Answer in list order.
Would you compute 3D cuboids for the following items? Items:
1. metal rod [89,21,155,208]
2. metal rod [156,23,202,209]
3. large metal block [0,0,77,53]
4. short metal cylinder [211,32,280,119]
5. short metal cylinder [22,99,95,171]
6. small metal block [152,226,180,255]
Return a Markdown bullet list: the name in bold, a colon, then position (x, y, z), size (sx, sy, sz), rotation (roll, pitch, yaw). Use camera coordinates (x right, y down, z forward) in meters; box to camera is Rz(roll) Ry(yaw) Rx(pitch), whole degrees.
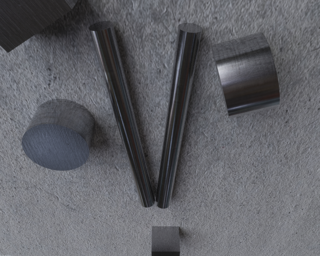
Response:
- **metal rod**: position (-0.040, 0.008, 0.413), size (0.025, 0.025, 0.298), rotation (-6, 130, 5)
- **metal rod**: position (0.018, 0.010, 0.415), size (0.025, 0.025, 0.298), rotation (4, 130, -3)
- **large metal block**: position (-0.132, -0.129, 0.279), size (0.080, 0.050, 0.080), rotation (-25, 126, 19)
- **short metal cylinder**: position (0.088, -0.054, 0.326), size (0.050, 0.080, 0.080), rotation (-14, 129, 11)
- **short metal cylinder**: position (-0.127, 0.009, 0.398), size (0.081, 0.050, 0.079), rotation (0, 130, 0)
- **small metal block**: position (0.010, 0.210, 0.570), size (0.050, 0.050, 0.025), rotation (0, 130, -1)
